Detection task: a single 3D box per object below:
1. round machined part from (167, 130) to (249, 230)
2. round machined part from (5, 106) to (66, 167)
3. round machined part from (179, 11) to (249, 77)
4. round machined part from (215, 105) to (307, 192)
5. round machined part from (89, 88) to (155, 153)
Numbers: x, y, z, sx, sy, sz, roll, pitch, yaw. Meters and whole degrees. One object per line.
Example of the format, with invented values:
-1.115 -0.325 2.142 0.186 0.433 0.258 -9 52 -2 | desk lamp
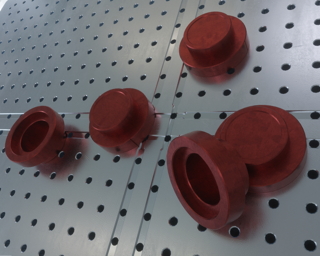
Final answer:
0.051 0.049 0.318 0.042 0.097 0.098 -19 45 -28 | round machined part
-0.190 0.017 0.488 0.098 0.042 0.098 -13 56 21 | round machined part
0.072 -0.124 0.436 0.098 0.042 0.098 -13 56 21 | round machined part
0.104 0.016 0.334 0.098 0.042 0.098 -13 56 21 | round machined part
-0.061 -0.017 0.441 0.098 0.042 0.098 -13 56 21 | round machined part
